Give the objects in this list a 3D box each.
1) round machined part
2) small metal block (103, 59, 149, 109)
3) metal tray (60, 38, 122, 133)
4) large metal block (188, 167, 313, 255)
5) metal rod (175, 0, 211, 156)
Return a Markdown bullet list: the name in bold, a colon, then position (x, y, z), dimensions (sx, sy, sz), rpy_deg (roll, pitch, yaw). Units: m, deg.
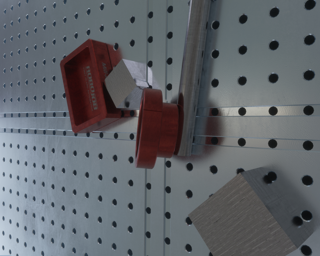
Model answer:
- **round machined part**: position (-0.004, 0.002, 0.380), dimensions (0.098, 0.042, 0.097), rpy_deg (-172, 88, -83)
- **small metal block**: position (-0.050, -0.063, 0.451), dimensions (0.050, 0.025, 0.050), rpy_deg (-43, 65, 31)
- **metal tray**: position (-0.114, -0.065, 0.500), dimensions (0.090, 0.030, 0.129), rpy_deg (-22, 76, 37)
- **large metal block**: position (0.090, 0.099, 0.319), dimensions (0.080, 0.050, 0.080), rpy_deg (-48, 62, 29)
- **metal rod**: position (0.044, -0.115, 0.372), dimensions (0.025, 0.025, 0.298), rpy_deg (11, 97, 39)
